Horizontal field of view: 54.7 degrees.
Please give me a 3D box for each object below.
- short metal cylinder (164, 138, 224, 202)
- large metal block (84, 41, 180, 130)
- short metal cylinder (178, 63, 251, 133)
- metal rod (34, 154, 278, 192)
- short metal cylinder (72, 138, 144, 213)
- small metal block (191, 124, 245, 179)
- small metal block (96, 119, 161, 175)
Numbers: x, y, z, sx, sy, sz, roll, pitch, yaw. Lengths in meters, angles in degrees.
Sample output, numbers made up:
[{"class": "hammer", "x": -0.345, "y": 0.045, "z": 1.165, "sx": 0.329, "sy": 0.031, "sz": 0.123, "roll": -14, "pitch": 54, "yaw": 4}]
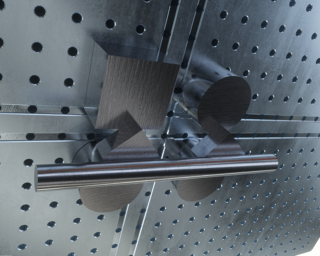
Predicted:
[{"class": "short metal cylinder", "x": 0.050, "y": 0.062, "z": 0.460, "sx": 0.081, "sy": 0.050, "sz": 0.079, "roll": -14, "pitch": 124, "yaw": -21}, {"class": "large metal block", "x": -0.034, "y": -0.045, "z": 0.348, "sx": 0.081, "sy": 0.050, "sz": 0.079, "roll": 1, "pitch": 118, "yaw": -29}, {"class": "short metal cylinder", "x": 0.072, "y": -0.040, "z": 0.409, "sx": 0.081, "sy": 0.050, "sz": 0.079, "roll": -14, "pitch": 124, "yaw": -21}, {"class": "metal rod", "x": 0.020, "y": 0.047, "z": 0.353, "sx": 0.303, "sy": 0.025, "sz": 0.025, "roll": 1, "pitch": 118, "yaw": -29}, {"class": "short metal cylinder", "x": -0.067, "y": 0.060, "z": 0.394, "sx": 0.081, "sy": 0.050, "sz": 0.079, "roll": -14, "pitch": 124, "yaw": -21}, {"class": "small metal block", "x": 0.077, "y": 0.031, "z": 0.408, "sx": 0.050, "sy": 0.025, "sz": 0.050, "roll": -42, "pitch": 130, "yaw": 1}, {"class": "small metal block", "x": -0.034, "y": 0.027, "z": 0.344, "sx": 0.050, "sy": 0.025, "sz": 0.050, "roll": -35, "pitch": 129, "yaw": -6}]
